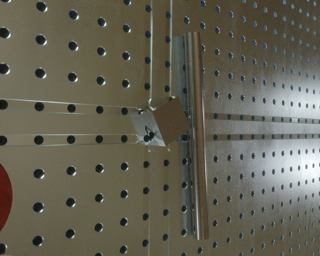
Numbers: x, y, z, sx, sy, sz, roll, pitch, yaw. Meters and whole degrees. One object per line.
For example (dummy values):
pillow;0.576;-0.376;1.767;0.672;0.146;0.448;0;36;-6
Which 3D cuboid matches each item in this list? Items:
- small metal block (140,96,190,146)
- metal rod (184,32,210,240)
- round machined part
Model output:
small metal block;0.008;-0.010;0.416;0.050;0.025;0.050;-34;111;-35
metal rod;0.054;0.013;0.454;0.025;0.025;0.298;-5;93;-40
round machined part;-0.177;0.058;0.249;0.099;0.042;0.097;0;90;-40
